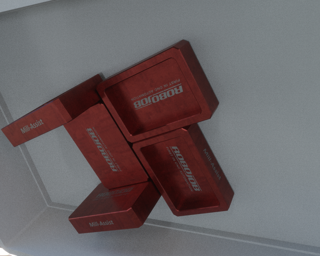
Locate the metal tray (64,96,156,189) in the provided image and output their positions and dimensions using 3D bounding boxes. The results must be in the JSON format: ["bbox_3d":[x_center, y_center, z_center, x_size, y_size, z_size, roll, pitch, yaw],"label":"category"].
[{"bbox_3d":[-0.074,0.024,0.454,0.090,0.030,0.130,-19,109,35],"label":"metal tray"}]

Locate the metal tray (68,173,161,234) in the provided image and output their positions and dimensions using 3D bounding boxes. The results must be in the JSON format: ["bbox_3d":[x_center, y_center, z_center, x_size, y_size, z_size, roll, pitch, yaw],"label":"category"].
[{"bbox_3d":[-0.063,0.111,0.463,0.130,0.090,0.030,-18,109,35],"label":"metal tray"}]

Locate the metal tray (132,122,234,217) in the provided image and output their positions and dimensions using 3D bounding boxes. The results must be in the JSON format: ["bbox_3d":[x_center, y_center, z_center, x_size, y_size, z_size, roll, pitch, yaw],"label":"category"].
[{"bbox_3d":[0.032,0.058,0.421,0.090,0.030,0.130,-19,109,35],"label":"metal tray"}]

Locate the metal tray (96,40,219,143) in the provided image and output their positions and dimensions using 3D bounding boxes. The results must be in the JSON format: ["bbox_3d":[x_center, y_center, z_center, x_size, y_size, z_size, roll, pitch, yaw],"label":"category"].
[{"bbox_3d":[-0.006,-0.039,0.381,0.130,0.030,0.090,-18,109,34],"label":"metal tray"}]

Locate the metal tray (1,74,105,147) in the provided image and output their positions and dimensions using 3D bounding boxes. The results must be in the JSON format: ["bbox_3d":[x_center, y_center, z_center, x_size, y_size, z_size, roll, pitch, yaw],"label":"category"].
[{"bbox_3d":[-0.141,-0.023,0.420,0.130,0.090,0.030,-19,108,35],"label":"metal tray"}]
